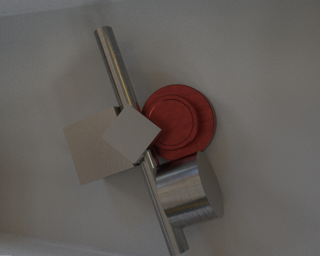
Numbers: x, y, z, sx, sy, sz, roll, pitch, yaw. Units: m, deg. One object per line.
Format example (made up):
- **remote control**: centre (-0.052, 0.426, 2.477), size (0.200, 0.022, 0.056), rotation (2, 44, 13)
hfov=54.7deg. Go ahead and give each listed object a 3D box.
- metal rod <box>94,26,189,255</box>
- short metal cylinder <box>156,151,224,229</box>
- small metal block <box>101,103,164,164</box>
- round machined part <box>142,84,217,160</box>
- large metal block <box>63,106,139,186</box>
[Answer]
- **metal rod**: centre (-0.026, 0.011, 0.395), size (0.025, 0.025, 0.299), rotation (-22, 83, 18)
- **short metal cylinder**: centre (0.037, 0.073, 0.366), size (0.050, 0.080, 0.080), rotation (-22, 83, 18)
- **small metal block**: centre (-0.032, 0.007, 0.368), size (0.050, 0.025, 0.050), rotation (38, 91, 8)
- **round machined part**: centre (0.019, -0.007, 0.392), size (0.098, 0.042, 0.097), rotation (0, 90, 19)
- **large metal block**: centre (-0.072, 0.024, 0.417), size (0.080, 0.050, 0.080), rotation (-21, 83, 18)
